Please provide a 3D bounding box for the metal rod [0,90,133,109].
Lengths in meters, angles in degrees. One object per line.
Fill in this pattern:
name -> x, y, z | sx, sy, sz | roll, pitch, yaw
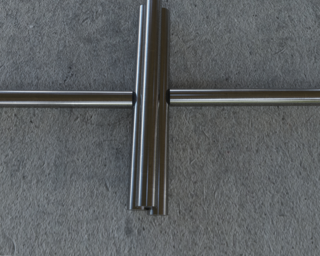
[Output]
metal rod -> -0.188, -0.040, 0.421 | 0.302, 0.025, 0.025 | 0, 70, -1

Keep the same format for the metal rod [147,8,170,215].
metal rod -> 0.000, -0.036, 0.423 | 0.025, 0.025, 0.299 | 1, 70, 0

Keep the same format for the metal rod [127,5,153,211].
metal rod -> -0.024, -0.041, 0.425 | 0.025, 0.025, 0.299 | 1, 70, 0

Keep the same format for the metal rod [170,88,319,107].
metal rod -> 0.164, -0.042, 0.427 | 0.302, 0.025, 0.025 | 0, 70, -1

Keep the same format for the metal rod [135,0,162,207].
metal rod -> -0.013, -0.050, 0.406 | 0.025, 0.025, 0.299 | 1, 70, 0
